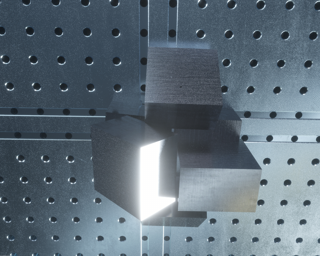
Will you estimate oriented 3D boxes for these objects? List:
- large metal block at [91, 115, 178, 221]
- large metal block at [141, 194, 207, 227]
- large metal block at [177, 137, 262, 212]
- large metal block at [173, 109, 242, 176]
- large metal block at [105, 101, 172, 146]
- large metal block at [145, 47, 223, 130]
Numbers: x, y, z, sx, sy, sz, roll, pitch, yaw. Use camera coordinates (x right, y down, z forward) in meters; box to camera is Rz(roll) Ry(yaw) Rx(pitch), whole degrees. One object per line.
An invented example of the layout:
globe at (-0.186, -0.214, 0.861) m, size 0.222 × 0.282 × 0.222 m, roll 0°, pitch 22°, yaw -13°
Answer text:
large metal block at (-0.029, 0.039, 0.336) m, size 0.080 × 0.050 × 0.079 m, roll 20°, pitch 118°, yaw 41°
large metal block at (0.016, 0.100, 0.415) m, size 0.080 × 0.050 × 0.080 m, roll 2°, pitch 155°, yaw -1°
large metal block at (0.059, 0.049, 0.349) m, size 0.080 × 0.080 × 0.050 m, roll 1°, pitch 110°, yaw -1°
large metal block at (0.056, 0.018, 0.407) m, size 0.080 × 0.050 × 0.079 m, roll 3°, pitch 110°, yaw -1°
large metal block at (-0.029, 0.014, 0.405) m, size 0.080 × 0.050 × 0.079 m, roll 6°, pitch 110°, yaw -3°
large metal block at (0.025, -0.046, 0.360) m, size 0.080 × 0.080 × 0.050 m, roll 2°, pitch 148°, yaw -1°
